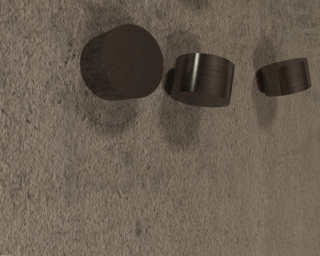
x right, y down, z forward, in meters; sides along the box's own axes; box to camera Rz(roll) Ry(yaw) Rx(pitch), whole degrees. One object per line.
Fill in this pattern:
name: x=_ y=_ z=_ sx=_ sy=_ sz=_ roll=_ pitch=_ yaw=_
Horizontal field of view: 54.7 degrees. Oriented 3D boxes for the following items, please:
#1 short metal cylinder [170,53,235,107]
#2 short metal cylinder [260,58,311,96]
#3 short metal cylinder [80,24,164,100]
short metal cylinder: x=0.057 y=-0.062 z=0.419 sx=0.081 sy=0.080 sz=0.050 roll=15 pitch=80 yaw=-39
short metal cylinder: x=0.228 y=-0.093 z=0.563 sx=0.081 sy=0.080 sz=0.050 roll=-26 pitch=107 yaw=-37
short metal cylinder: x=-0.043 y=-0.072 z=0.354 sx=0.081 sy=0.050 sz=0.079 roll=0 pitch=90 yaw=-40
